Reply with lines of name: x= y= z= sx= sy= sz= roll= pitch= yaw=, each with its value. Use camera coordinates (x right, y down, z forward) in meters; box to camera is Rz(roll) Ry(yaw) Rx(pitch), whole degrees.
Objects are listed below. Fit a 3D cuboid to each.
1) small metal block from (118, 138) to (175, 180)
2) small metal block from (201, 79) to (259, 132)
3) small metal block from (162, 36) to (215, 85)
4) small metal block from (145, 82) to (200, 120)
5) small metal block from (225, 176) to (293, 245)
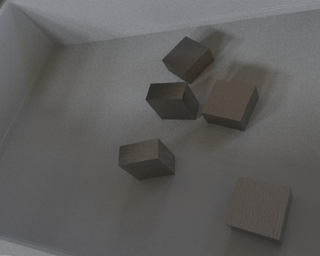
small metal block: x=-0.015 y=0.039 z=0.372 sx=0.050 sy=0.050 sz=0.025 roll=-13 pitch=57 yaw=21
small metal block: x=0.086 y=-0.028 z=0.377 sx=0.050 sy=0.025 sz=0.050 roll=15 pitch=70 yaw=34
small metal block: x=0.040 y=-0.097 z=0.443 sx=0.050 sy=0.025 sz=0.050 roll=-46 pitch=51 yaw=-4
small metal block: x=0.017 y=-0.034 z=0.400 sx=0.050 sy=0.050 sz=0.025 roll=2 pitch=63 yaw=28
small metal block: x=0.098 y=0.080 z=0.305 sx=0.050 sy=0.025 sz=0.050 roll=9 pitch=66 yaw=31
